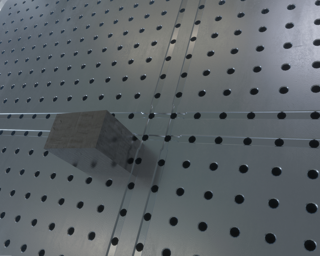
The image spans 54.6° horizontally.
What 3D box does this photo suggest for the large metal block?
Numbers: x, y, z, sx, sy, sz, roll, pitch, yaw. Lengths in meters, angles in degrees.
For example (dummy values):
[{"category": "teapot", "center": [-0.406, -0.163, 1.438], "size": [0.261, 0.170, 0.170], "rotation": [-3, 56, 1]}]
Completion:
[{"category": "large metal block", "center": [-0.087, 0.021, 0.407], "size": [0.080, 0.080, 0.050], "rotation": [-2, 61, 27]}]
